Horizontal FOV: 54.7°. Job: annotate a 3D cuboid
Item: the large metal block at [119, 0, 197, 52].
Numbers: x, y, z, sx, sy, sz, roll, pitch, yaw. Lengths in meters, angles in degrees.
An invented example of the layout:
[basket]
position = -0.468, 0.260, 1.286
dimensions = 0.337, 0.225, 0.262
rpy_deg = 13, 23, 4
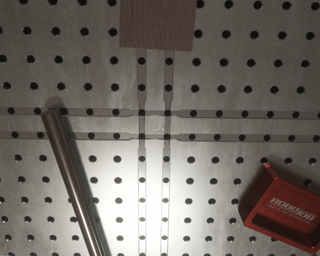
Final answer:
[large metal block]
position = -0.002, -0.133, 0.351
dimensions = 0.081, 0.050, 0.079
rpy_deg = 3, 110, -2

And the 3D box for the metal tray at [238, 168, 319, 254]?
[metal tray]
position = 0.196, 0.124, 0.459
dimensions = 0.131, 0.030, 0.089
rpy_deg = 25, 108, -9

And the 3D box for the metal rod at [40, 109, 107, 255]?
[metal rod]
position = -0.114, 0.116, 0.454
dimensions = 0.025, 0.025, 0.298
rpy_deg = -11, 110, 3
